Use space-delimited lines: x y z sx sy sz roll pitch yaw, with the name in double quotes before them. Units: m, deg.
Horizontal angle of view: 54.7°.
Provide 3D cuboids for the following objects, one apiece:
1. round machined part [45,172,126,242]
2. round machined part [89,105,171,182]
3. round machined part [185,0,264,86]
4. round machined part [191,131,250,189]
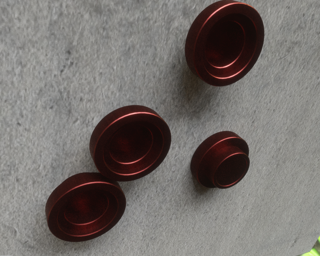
"round machined part" -0.098 0.097 0.404 0.099 0.042 0.097 -14 125 -21
"round machined part" -0.039 0.015 0.385 0.099 0.042 0.097 -14 125 -21
"round machined part" 0.073 -0.103 0.373 0.099 0.042 0.097 -14 125 -21
"round machined part" 0.101 0.057 0.489 0.099 0.042 0.097 -14 125 -21
